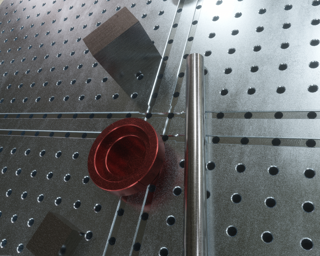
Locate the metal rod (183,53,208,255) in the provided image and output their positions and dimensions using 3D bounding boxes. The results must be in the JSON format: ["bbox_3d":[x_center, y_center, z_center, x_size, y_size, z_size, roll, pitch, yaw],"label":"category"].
[{"bbox_3d":[0.042,0.032,0.366,0.025,0.025,0.299,-10,57,22],"label":"metal rod"}]

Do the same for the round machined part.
[{"bbox_3d":[-0.038,0.039,0.392,0.098,0.042,0.098,-13,56,20],"label":"round machined part"}]

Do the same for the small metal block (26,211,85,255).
[{"bbox_3d":[-0.131,0.141,0.389,0.050,0.025,0.050,21,73,35],"label":"small metal block"}]

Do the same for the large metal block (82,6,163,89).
[{"bbox_3d":[-0.056,-0.121,0.475,0.080,0.080,0.050,-37,51,3],"label":"large metal block"}]
